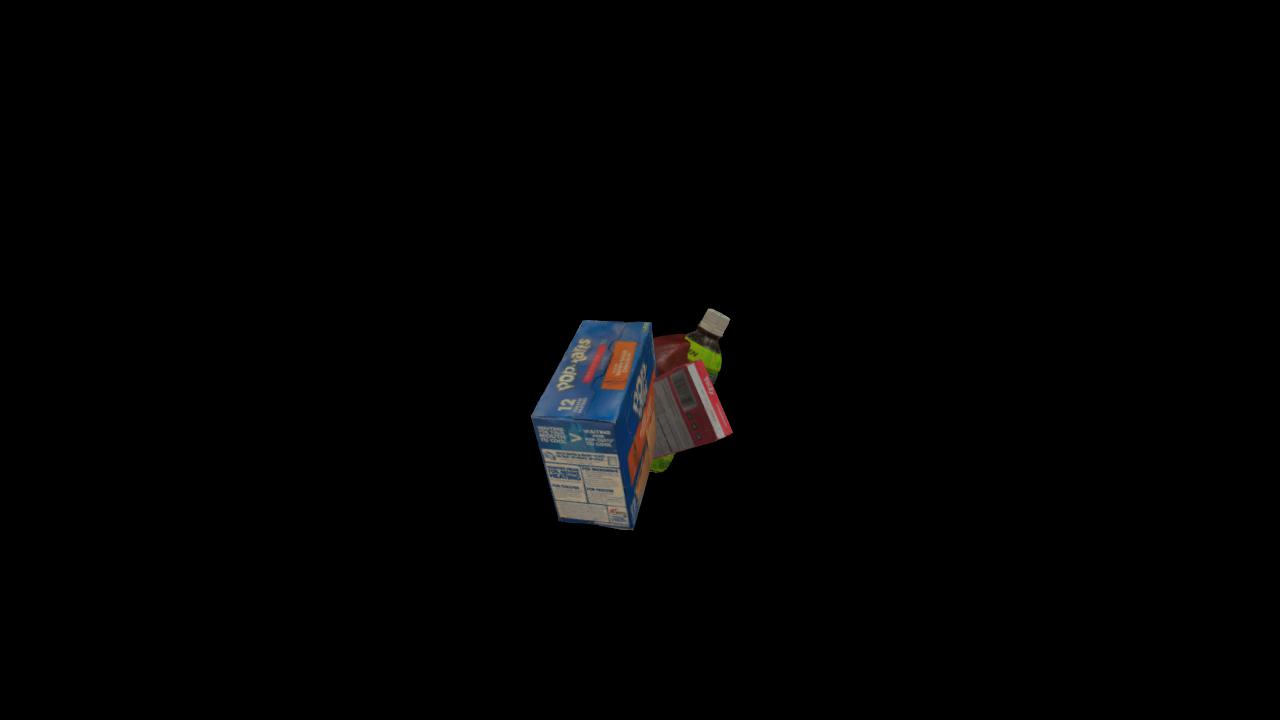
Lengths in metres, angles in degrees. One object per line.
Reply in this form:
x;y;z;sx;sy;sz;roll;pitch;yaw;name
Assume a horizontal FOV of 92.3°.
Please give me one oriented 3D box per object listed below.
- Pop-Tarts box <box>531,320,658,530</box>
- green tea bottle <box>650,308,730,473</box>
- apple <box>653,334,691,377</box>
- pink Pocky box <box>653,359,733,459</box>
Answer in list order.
-0.034;0.061;0.632;0.083;0.141;0.167;1;35;13;Pop-Tarts box
0.050;0.036;0.764;0.073;0.212;0.073;28;12;-6;green tea bottle
0.032;0.009;0.753;0.093;0.079;0.079;-34;0;0;apple
0.029;0.061;0.677;0.029;0.084;0.155;-18;-6;-38;pink Pocky box
